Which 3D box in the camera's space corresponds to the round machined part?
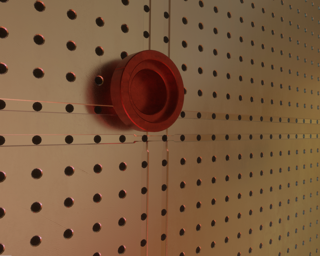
[{"bbox_3d":[-0.019,-0.044,0.384,0.099,0.042,0.097,0,90,-40],"label":"round machined part"}]
